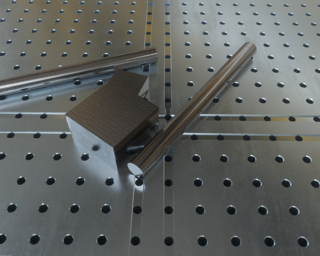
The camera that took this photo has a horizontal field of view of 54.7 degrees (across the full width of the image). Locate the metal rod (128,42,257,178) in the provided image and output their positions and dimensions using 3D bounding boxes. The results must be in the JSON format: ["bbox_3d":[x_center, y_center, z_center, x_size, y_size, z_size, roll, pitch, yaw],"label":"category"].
[{"bbox_3d":[0.061,-0.042,0.443,0.025,0.025,0.301,30,56,22],"label":"metal rod"}]

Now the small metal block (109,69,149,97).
[{"bbox_3d":[-0.049,-0.056,0.454,0.050,0.025,0.050,15,51,12],"label":"small metal block"}]

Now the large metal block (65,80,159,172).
[{"bbox_3d":[-0.058,-0.005,0.395,0.080,0.050,0.080,31,56,23],"label":"large metal block"}]

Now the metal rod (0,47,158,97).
[{"bbox_3d":[-0.150,-0.082,0.474,0.302,0.025,0.025,-15,52,-13],"label":"metal rod"}]
